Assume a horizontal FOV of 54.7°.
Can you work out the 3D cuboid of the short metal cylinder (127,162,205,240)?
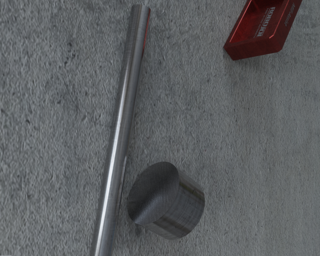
[{"bbox_3d":[0.007,0.088,0.377,0.050,0.080,0.080,40,65,-33],"label":"short metal cylinder"}]

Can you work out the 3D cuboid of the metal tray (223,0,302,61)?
[{"bbox_3d":[0.169,-0.174,0.506,0.030,0.090,0.130,43,64,-32],"label":"metal tray"}]

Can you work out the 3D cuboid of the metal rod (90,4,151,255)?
[{"bbox_3d":[-0.045,-0.001,0.368,0.025,0.025,0.298,14,81,-40],"label":"metal rod"}]
